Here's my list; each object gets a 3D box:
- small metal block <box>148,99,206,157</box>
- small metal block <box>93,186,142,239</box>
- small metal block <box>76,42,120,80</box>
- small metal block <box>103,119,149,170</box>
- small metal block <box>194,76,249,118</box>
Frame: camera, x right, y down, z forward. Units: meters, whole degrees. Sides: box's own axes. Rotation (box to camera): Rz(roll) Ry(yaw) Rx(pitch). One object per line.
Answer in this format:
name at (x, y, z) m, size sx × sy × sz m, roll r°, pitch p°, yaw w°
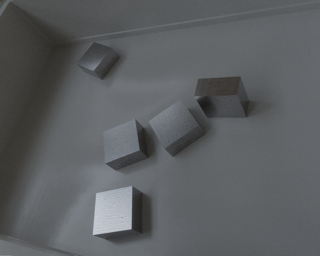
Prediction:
small metal block at (0.021, 0.000, 0.394) m, size 0.050 × 0.025 × 0.050 m, roll -35°, pitch 52°, yaw 4°
small metal block at (-0.049, 0.101, 0.368) m, size 0.050 × 0.025 × 0.050 m, roll -15°, pitch 56°, yaw 19°
small metal block at (-0.106, -0.115, 0.530) m, size 0.050 × 0.025 × 0.050 m, roll 27°, pitch 76°, yaw 37°
small metal block at (-0.047, 0.022, 0.415) m, size 0.050 × 0.025 × 0.050 m, roll -22°, pitch 54°, yaw 14°
small metal block at (0.075, -0.035, 0.371) m, size 0.050 × 0.050 × 0.025 m, roll 1°, pitch 63°, yaw 28°
